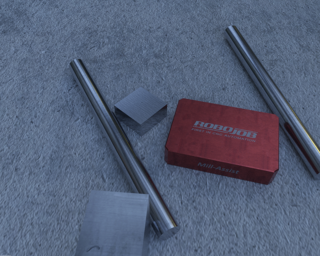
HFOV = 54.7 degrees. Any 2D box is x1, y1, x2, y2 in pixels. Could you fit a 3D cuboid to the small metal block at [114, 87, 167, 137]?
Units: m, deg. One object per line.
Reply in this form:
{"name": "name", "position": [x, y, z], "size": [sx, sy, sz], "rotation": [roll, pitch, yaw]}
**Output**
{"name": "small metal block", "position": [-0.026, -0.023, 0.423], "size": [0.050, 0.025, 0.050], "rotation": [35, 58, 25]}

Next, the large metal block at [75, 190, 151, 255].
{"name": "large metal block", "position": [-0.038, 0.111, 0.273], "size": [0.050, 0.080, 0.080], "rotation": [4, 50, 3]}

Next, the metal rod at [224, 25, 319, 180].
{"name": "metal rod", "position": [0.159, -0.058, 0.454], "size": [0.025, 0.025, 0.300], "rotation": [-10, 51, -9]}

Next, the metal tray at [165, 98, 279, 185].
{"name": "metal tray", "position": [0.079, 0.013, 0.390], "size": [0.131, 0.030, 0.090], "rotation": [11, 51, 8]}

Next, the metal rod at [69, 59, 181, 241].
{"name": "metal rod", "position": [-0.060, 0.005, 0.398], "size": [0.025, 0.025, 0.300], "rotation": [-22, 54, -18]}
